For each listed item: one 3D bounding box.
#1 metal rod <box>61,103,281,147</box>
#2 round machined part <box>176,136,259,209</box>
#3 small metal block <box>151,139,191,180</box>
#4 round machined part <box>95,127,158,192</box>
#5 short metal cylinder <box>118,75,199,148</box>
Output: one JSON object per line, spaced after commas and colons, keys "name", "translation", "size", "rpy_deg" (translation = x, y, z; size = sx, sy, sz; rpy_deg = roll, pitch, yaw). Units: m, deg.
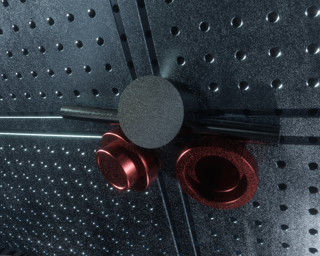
{"name": "metal rod", "translation": [-0.004, -0.008, 0.403], "size": [0.301, 0.025, 0.025], "rpy_deg": [7, 122, 24]}
{"name": "round machined part", "translation": [0.073, 0.050, 0.385], "size": [0.098, 0.042, 0.097], "rpy_deg": [12, 125, 17]}
{"name": "small metal block", "translation": [0.016, 0.034, 0.419], "size": [0.050, 0.025, 0.050], "rpy_deg": [32, 129, 7]}
{"name": "round machined part", "translation": [-0.053, 0.050, 0.437], "size": [0.098, 0.042, 0.097], "rpy_deg": [29, 137, 31]}
{"name": "short metal cylinder", "translation": [-0.001, -0.019, 0.360], "size": [0.080, 0.050, 0.079], "rpy_deg": [1, 94, 25]}
